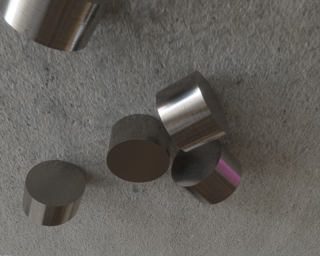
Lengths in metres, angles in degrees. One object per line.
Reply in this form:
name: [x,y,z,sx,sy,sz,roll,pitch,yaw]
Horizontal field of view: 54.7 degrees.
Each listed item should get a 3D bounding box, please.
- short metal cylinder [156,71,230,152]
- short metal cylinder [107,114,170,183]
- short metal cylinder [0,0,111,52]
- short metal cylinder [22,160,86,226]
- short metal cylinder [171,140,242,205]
short metal cylinder: [0.039,-0.019,0.356,0.050,0.080,0.080,-27,125,21]
short metal cylinder: [-0.028,0.028,0.414,0.081,0.050,0.079,0,130,0]
short metal cylinder: [-0.091,-0.114,0.273,0.080,0.080,0.050,26,125,-21]
short metal cylinder: [-0.153,0.093,0.448,0.081,0.080,0.050,16,128,-13]
short metal cylinder: [0.062,0.056,0.420,0.080,0.080,0.050,-32,123,24]
